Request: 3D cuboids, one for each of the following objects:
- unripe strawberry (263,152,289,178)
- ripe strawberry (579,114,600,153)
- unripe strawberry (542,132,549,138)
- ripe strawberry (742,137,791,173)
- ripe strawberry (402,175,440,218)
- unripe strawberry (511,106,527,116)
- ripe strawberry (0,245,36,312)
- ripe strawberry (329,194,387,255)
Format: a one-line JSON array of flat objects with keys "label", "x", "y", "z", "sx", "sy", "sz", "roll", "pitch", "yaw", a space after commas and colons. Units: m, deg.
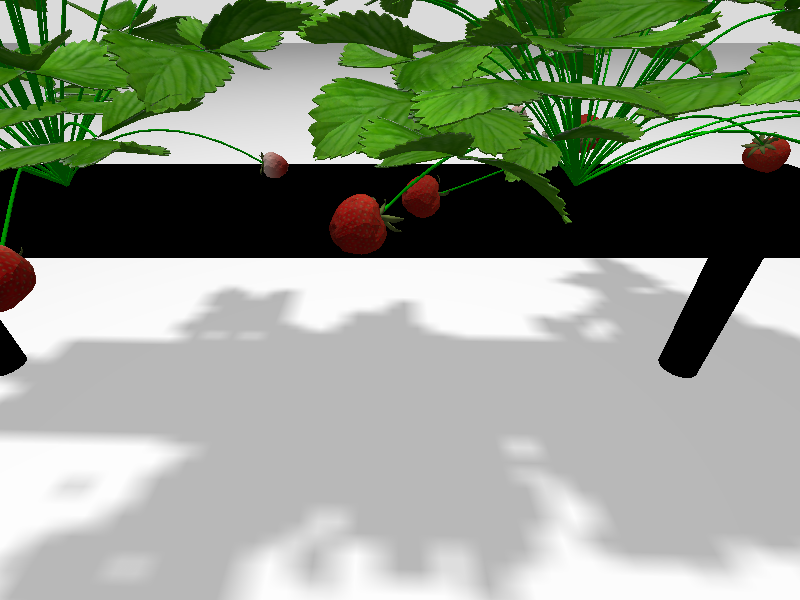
[{"label": "unripe strawberry", "x": -0.113, "y": -0.122, "z": 0.364, "sx": 0.022, "sy": 0.023, "sz": 0.020, "roll": 6, "pitch": 33, "yaw": -11}, {"label": "ripe strawberry", "x": 0.207, "y": -0.188, "z": 0.450, "sx": 0.038, "sy": 0.040, "sz": 0.041, "roll": 13, "pitch": 36, "yaw": 18}, {"label": "unripe strawberry", "x": 0.175, "y": -0.198, "z": 0.483, "sx": 0.009, "sy": 0.010, "sz": 0.010, "roll": 4, "pitch": 34, "yaw": 6}, {"label": "ripe strawberry", "x": 0.347, "y": -0.136, "z": 0.379, "sx": 0.035, "sy": 0.030, "sz": 0.035, "roll": 31, "pitch": 22, "yaw": -29}, {"label": "ripe strawberry", "x": 0.014, "y": -0.074, "z": 0.288, "sx": 0.028, "sy": 0.030, "sz": 0.026, "roll": -16, "pitch": 37, "yaw": -21}, {"label": "unripe strawberry", "x": 0.157, "y": -0.246, "z": 0.541, "sx": 0.026, "sy": 0.030, "sz": 0.028, "roll": 0, "pitch": 23, "yaw": 0}, {"label": "ripe strawberry", "x": -0.196, "y": -0.008, "z": 0.191, "sx": 0.032, "sy": 0.034, "sz": 0.035, "roll": -16, "pitch": 38, "yaw": -23}, {"label": "ripe strawberry", "x": -0.026, "y": -0.044, "z": 0.238, "sx": 0.034, "sy": 0.035, "sz": 0.031, "roll": -30, "pitch": 43, "yaw": -22}]
